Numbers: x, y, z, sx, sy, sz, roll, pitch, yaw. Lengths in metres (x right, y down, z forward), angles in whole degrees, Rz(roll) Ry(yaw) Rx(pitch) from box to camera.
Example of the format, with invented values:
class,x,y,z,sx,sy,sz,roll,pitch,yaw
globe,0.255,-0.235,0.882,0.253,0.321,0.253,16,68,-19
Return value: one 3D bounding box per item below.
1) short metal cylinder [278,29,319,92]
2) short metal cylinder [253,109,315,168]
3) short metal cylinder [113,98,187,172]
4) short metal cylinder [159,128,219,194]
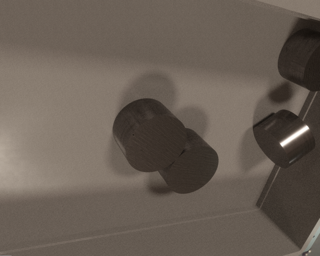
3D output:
class,x,y,z,sx,sy,sz,roll,pitch,yaw
short metal cylinder,0.223,-0.100,0.455,0.081,0.050,0.079,-14,125,-21
short metal cylinder,0.196,0.017,0.494,0.050,0.080,0.080,-34,129,-7
short metal cylinder,-0.014,0.009,0.392,0.081,0.050,0.079,-14,124,-21
short metal cylinder,0.036,0.047,0.443,0.081,0.050,0.079,-14,125,-21
